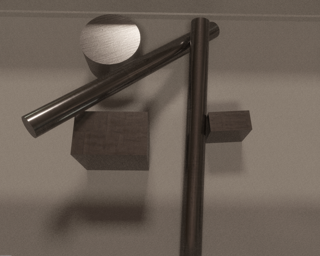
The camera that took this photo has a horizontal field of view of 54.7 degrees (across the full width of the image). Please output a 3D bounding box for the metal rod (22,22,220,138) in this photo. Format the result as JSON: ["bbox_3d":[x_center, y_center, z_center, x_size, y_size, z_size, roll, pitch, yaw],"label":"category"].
[{"bbox_3d":[-0.025,-0.074,0.385,0.302,0.025,0.025,-35,73,-32],"label":"metal rod"}]

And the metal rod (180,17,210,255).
[{"bbox_3d":[0.045,0.003,0.387,0.025,0.025,0.299,4,78,1],"label":"metal rod"}]

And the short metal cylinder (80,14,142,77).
[{"bbox_3d":[-0.067,-0.111,0.436,0.081,0.050,0.080,0,70,0],"label":"short metal cylinder"}]

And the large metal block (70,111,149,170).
[{"bbox_3d":[-0.054,0.018,0.373,0.081,0.080,0.050,0,70,0],"label":"large metal block"}]

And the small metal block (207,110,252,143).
[{"bbox_3d":[0.085,0.000,0.398,0.050,0.050,0.025,-3,70,-2],"label":"small metal block"}]
